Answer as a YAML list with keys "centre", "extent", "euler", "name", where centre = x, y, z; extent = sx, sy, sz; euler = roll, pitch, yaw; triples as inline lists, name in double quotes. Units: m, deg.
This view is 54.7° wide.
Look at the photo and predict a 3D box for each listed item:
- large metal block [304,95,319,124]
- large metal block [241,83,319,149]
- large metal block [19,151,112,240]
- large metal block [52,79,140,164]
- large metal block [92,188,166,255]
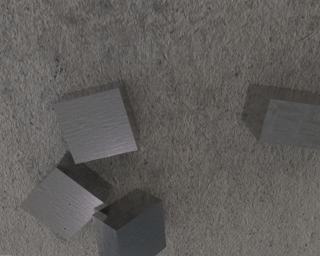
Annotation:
- centre: [0.236, -0.023, 0.374]
  extent: [0.050, 0.080, 0.080]
  euler: [35, 106, -12]
  name: "large metal block"
- centre: [0.153, -0.017, 0.376]
  extent: [0.081, 0.080, 0.050]
  euler: [7, 110, -3]
  name: "large metal block"
- centre: [-0.128, 0.093, 0.430]
  extent: [0.080, 0.050, 0.080]
  euler: [41, 105, -14]
  name: "large metal block"
- centre: [-0.076, -0.009, 0.392]
  extent: [0.080, 0.050, 0.080]
  euler: [-13, 110, 5]
  name: "large metal block"
- centre: [-0.040, 0.143, 0.426]
  extent: [0.050, 0.081, 0.079]
  euler: [15, 118, 42]
  name: "large metal block"
